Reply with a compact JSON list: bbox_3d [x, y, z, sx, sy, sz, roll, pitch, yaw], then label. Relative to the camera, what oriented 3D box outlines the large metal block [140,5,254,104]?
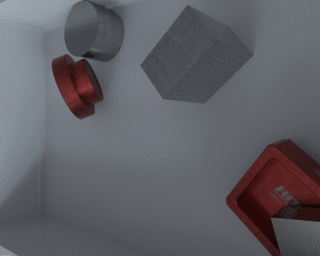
[{"bbox_3d":[0.040,-0.074,0.336,0.080,0.081,0.050,-47,63,30],"label":"large metal block"}]

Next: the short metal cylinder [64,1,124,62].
[{"bbox_3d":[-0.101,-0.145,0.471,0.080,0.050,0.079,0,90,39],"label":"short metal cylinder"}]

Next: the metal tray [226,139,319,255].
[{"bbox_3d":[0.132,0.085,0.281,0.130,0.030,0.089,48,131,29],"label":"metal tray"}]

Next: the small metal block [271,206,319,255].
[{"bbox_3d":[0.131,0.097,0.267,0.050,0.025,0.050,-12,96,48],"label":"small metal block"}]

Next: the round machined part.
[{"bbox_3d":[-0.119,-0.065,0.467,0.042,0.098,0.098,-22,73,1],"label":"round machined part"}]
